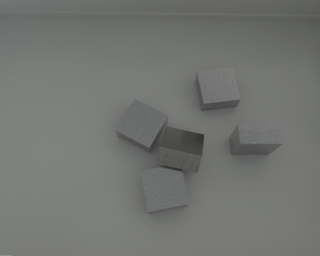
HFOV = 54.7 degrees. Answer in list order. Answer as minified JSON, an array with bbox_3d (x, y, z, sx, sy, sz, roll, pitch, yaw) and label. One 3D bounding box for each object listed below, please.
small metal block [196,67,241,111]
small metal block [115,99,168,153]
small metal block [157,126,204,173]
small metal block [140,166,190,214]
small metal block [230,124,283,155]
[{"bbox_3d":[0.079,-0.054,0.430,0.050,0.025,0.050,-7,70,-3],"label":"small metal block"},{"bbox_3d":[-0.023,-0.003,0.410,0.050,0.025,0.050,27,72,9],"label":"small metal block"},{"bbox_3d":[0.027,0.026,0.386,0.050,0.025,0.050,12,30,4],"label":"small metal block"},{"bbox_3d":[0.006,0.075,0.382,0.050,0.025,0.050,-10,70,-4],"label":"small metal block"},{"bbox_3d":[0.119,0.015,0.391,0.050,0.050,0.025,-1,70,0],"label":"small metal block"}]
